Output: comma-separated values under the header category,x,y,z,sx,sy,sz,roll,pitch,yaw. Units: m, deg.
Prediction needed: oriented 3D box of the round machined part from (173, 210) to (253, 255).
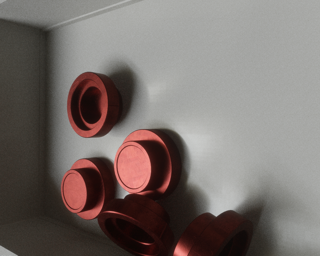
category,x,y,z,sx,sy,sz,roll,pitch,yaw
round machined part,0.050,0.127,0.316,0.042,0.099,0.097,27,107,37

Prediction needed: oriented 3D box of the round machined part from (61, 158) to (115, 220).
category,x,y,z,sx,sy,sz,roll,pitch,yaw
round machined part,-0.120,0.097,0.492,0.098,0.042,0.097,0,90,39

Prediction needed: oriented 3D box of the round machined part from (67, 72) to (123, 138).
category,x,y,z,sx,sy,sz,roll,pitch,yaw
round machined part,-0.095,-0.034,0.471,0.098,0.042,0.097,0,90,39

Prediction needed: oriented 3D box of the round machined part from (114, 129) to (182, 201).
category,x,y,z,sx,sy,sz,roll,pitch,yaw
round machined part,-0.023,0.050,0.413,0.098,0.042,0.097,0,90,39

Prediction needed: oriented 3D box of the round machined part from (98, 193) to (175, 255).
category,x,y,z,sx,sy,sz,roll,pitch,yaw
round machined part,-0.026,0.122,0.394,0.098,0.042,0.097,18,136,18
